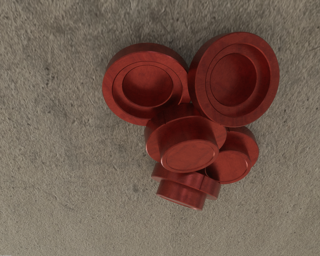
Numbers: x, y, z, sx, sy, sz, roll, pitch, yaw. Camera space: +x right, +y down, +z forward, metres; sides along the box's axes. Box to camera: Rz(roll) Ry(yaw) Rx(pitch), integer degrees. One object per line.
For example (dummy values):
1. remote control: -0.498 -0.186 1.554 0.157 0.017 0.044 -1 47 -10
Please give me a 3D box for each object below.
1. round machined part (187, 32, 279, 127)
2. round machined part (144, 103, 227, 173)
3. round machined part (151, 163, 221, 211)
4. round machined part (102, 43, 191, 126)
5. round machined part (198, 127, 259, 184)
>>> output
1. round machined part: 0.075 -0.053 0.336 0.099 0.042 0.097 -5 105 -17
2. round machined part: 0.032 0.019 0.371 0.099 0.042 0.097 -7 141 -5
3. round machined part: 0.033 0.086 0.438 0.098 0.042 0.098 18 165 6
4. round machined part: -0.014 -0.052 0.353 0.099 0.042 0.097 -1 130 0
5. round machined part: 0.089 0.042 0.434 0.099 0.042 0.097 -1 130 0
